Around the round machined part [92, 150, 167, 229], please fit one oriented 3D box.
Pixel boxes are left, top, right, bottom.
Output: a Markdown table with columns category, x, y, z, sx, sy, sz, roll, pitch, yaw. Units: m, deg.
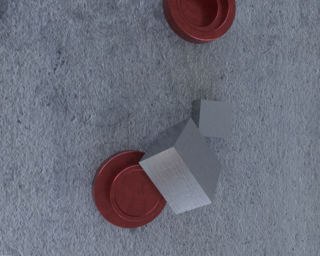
| category | x | y | z | sx | sy | sz | roll | pitch | yaw |
| --- | --- | --- | --- | --- | --- | --- | --- | --- | --- |
| round machined part | -0.033 | 0.078 | 0.389 | 0.099 | 0.042 | 0.097 | 0 | 90 | -21 |

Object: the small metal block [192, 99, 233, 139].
| category | x | y | z | sx | sy | sz | roll | pitch | yaw |
| --- | --- | --- | --- | --- | --- | --- | --- | --- | --- |
| small metal block | 0.072 | -0.012 | 0.437 | 0.050 | 0.025 | 0.050 | 5 | 88 | -20 |

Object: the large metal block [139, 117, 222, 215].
| category | x | y | z | sx | sy | sz | roll | pitch | yaw |
| --- | --- | --- | --- | --- | --- | --- | --- | --- | --- |
| large metal block | 0.030 | 0.045 | 0.386 | 0.080 | 0.050 | 0.080 | 56 | 30 | -12 |

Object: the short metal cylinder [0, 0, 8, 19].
| category | x | y | z | sx | sy | sz | roll | pitch | yaw |
| --- | --- | --- | --- | --- | --- | --- | --- | --- | --- |
| short metal cylinder | -0.204 | -0.148 | 0.320 | 0.081 | 0.050 | 0.079 | 0 | 90 | -20 |

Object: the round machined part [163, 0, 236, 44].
| category | x | y | z | sx | sy | sz | roll | pitch | yaw |
| --- | --- | --- | --- | --- | --- | --- | --- | --- | --- |
| round machined part | 0.049 | -0.162 | 0.419 | 0.099 | 0.042 | 0.097 | 0 | 90 | -21 |
